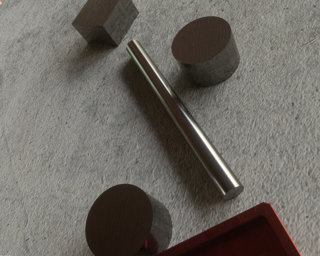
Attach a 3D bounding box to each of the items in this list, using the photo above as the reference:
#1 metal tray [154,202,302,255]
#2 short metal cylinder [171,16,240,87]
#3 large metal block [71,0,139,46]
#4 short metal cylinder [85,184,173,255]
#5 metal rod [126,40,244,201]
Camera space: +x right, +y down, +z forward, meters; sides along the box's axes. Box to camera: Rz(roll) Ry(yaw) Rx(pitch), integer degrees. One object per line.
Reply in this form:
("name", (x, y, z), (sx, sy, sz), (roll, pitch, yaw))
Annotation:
("metal tray", (0.065, 0.138, 0.282), (0.130, 0.030, 0.090), (-29, 52, 9))
("short metal cylinder", (0.062, -0.103, 0.418), (0.080, 0.050, 0.080), (-13, 56, 21))
("large metal block", (-0.098, -0.199, 0.561), (0.080, 0.050, 0.080), (16, 70, 34))
("short metal cylinder", (-0.033, 0.107, 0.339), (0.080, 0.050, 0.080), (-13, 56, 21))
("metal rod", (0.016, -0.033, 0.415), (0.025, 0.025, 0.300), (-35, 51, 5))
